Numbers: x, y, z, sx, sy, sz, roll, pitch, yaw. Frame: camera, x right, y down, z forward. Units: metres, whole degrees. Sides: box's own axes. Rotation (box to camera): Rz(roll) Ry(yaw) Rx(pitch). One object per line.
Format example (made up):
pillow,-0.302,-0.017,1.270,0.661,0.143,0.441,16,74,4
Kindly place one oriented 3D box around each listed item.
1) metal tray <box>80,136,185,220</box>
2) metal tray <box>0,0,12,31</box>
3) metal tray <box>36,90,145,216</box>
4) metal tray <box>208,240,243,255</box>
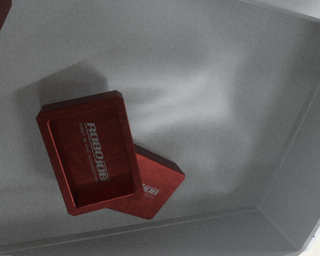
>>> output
metal tray,-0.038,0.073,0.432,0.131,0.030,0.090,30,102,-38
metal tray,-0.157,-0.061,0.216,0.030,0.130,0.090,29,104,-14
metal tray,-0.075,0.030,0.354,0.091,0.030,0.129,-13,112,-7
metal tray,0.122,0.309,0.669,0.130,0.030,0.090,-34,129,-7
